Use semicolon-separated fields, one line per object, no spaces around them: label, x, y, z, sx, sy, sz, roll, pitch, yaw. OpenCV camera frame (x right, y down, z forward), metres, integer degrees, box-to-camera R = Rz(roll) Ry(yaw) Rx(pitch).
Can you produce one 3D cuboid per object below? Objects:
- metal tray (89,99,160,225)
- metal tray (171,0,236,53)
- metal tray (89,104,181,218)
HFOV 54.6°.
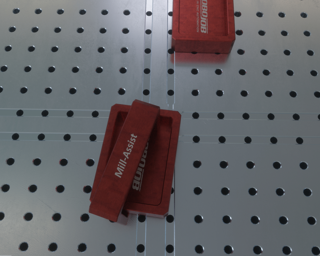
metal tray;-0.035;0.043;0.361;0.030;0.090;0.130;18;71;6
metal tray;0.065;-0.179;0.474;0.090;0.030;0.130;2;70;0
metal tray;-0.026;0.038;0.385;0.090;0.030;0.130;7;68;4
